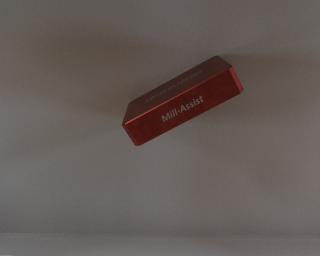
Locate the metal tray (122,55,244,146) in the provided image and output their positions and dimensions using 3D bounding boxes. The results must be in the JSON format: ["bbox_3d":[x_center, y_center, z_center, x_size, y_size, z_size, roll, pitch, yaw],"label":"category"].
[{"bbox_3d":[0.023,-0.035,0.363,0.130,0.090,0.030,-28,108,9],"label":"metal tray"}]
